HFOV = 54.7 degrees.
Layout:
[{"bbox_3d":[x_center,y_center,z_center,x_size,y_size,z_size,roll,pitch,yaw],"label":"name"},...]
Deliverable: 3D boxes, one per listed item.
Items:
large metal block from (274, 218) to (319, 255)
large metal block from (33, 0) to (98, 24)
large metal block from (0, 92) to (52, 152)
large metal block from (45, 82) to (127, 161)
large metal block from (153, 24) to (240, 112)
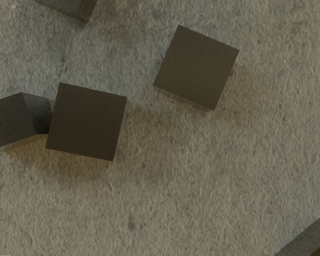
[{"bbox_3d":[0.214,0.179,0.401,0.080,0.050,0.080,-40,91,0],"label":"large metal block"},{"bbox_3d":[-0.120,-0.194,0.396,0.080,0.050,0.080,24,90,-1],"label":"large metal block"},{"bbox_3d":[-0.182,-0.004,0.380,0.080,0.080,0.050,-19,90,0],"label":"large metal block"},{"bbox_3d":[-0.090,-0.007,0.393,0.081,0.050,0.080,12,90,-6],"label":"large metal block"},{"bbox_3d":[0.044,-0.073,0.398,0.080,0.050,0.080,23,90,-1],"label":"large metal block"}]
